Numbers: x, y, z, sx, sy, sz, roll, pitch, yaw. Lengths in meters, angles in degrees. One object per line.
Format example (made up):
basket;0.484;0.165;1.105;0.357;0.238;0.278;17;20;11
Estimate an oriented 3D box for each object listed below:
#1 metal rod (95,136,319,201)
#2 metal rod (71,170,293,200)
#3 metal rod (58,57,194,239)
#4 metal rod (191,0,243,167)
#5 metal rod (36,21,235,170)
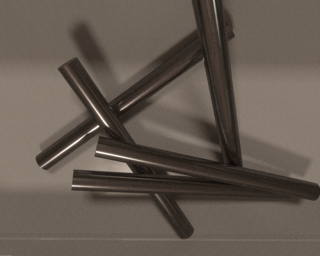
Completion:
metal rod;0.070;0.055;0.396;0.302;0.025;0.025;13;110;-13
metal rod;0.041;0.077;0.409;0.302;0.025;0.025;6;111;-15
metal rod;-0.032;0.043;0.407;0.025;0.025;0.299;-28;115;9
metal rod;0.065;-0.041;0.330;0.025;0.025;0.299;-16;136;5
metal rod;-0.040;-0.036;0.397;0.300;0.025;0.025;-34;107;11
